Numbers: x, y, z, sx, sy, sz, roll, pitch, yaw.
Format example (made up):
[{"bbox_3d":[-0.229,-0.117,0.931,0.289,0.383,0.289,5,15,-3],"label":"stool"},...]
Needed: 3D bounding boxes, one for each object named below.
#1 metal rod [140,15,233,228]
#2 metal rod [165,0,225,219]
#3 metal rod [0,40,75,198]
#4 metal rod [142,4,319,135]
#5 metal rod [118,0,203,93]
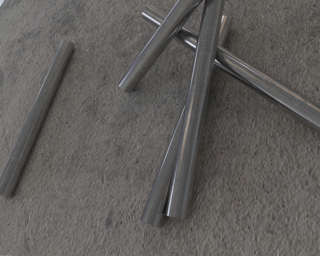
[{"bbox_3d":[0.041,-0.024,0.396,0.025,0.025,0.300,8,66,32],"label":"metal rod"},{"bbox_3d":[0.046,-0.048,0.363,0.025,0.025,0.299,5,78,30],"label":"metal rod"},{"bbox_3d":[-0.207,-0.030,0.531,0.025,0.025,0.300,-1,61,27],"label":"metal rod"},{"bbox_3d":[0.079,-0.086,0.387,0.025,0.025,0.300,-46,60,-4],"label":"metal rod"},{"bbox_3d":[0.031,-0.151,0.387,0.298,0.025,0.025,-46,44,35],"label":"metal rod"}]
